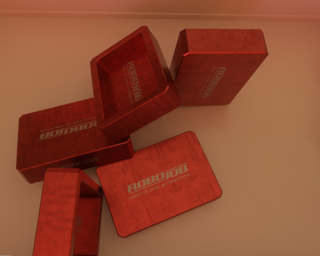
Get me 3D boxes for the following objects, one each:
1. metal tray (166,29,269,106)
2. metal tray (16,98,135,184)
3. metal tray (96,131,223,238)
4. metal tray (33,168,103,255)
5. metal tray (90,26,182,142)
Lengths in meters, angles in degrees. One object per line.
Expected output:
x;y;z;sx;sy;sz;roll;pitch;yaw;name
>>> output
0.059;-0.067;0.374;0.091;0.130;0.030;-2;70;-8;metal tray
-0.105;0.009;0.386;0.131;0.030;0.090;-15;49;-6;metal tray
-0.002;0.068;0.382;0.131;0.030;0.090;-21;72;-8;metal tray
-0.087;0.098;0.317;0.030;0.130;0.090;1;70;0;metal tray
-0.035;-0.057;0.371;0.090;0.030;0.130;-29;47;14;metal tray
